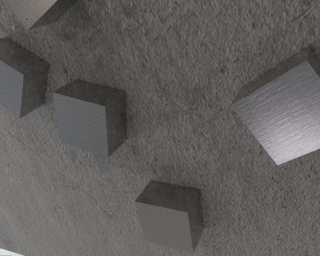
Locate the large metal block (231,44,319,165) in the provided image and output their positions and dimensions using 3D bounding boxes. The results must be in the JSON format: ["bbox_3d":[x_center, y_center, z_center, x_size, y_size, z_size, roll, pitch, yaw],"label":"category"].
[{"bbox_3d":[0.132,-0.021,0.308,0.080,0.050,0.080,-33,100,38],"label":"large metal block"}]

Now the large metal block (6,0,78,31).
[{"bbox_3d":[-0.139,-0.173,0.357,0.080,0.050,0.080,-23,106,36],"label":"large metal block"}]

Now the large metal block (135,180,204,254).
[{"bbox_3d":[0.017,0.131,0.463,0.080,0.050,0.079,5,121,25],"label":"large metal block"}]

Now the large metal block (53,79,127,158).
[{"bbox_3d":[-0.094,-0.015,0.431,0.080,0.050,0.079,15,125,19],"label":"large metal block"}]

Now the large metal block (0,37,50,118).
[{"bbox_3d":[-0.218,-0.075,0.459,0.080,0.050,0.079,32,129,7],"label":"large metal block"}]
